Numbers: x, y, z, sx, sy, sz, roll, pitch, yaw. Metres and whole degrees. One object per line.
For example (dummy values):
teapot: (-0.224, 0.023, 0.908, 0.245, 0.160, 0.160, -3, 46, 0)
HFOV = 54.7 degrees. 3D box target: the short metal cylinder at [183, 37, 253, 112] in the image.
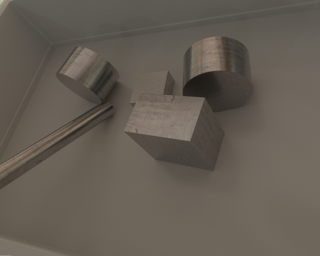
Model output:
short metal cylinder: (0.068, -0.062, 0.372, 0.080, 0.080, 0.050, -10, 58, 22)

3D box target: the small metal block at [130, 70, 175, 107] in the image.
small metal block: (-0.010, -0.052, 0.442, 0.050, 0.025, 0.050, -3, 60, 26)

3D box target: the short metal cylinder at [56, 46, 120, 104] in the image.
short metal cylinder: (-0.110, -0.079, 0.474, 0.080, 0.080, 0.050, 20, 72, 35)

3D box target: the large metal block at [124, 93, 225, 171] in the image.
large metal block: (0.020, 0.005, 0.356, 0.080, 0.080, 0.050, 8, 66, 31)

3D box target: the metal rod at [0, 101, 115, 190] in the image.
metal rod: (-0.170, 0.044, 0.372, 0.025, 0.025, 0.302, 18, 41, 35)
